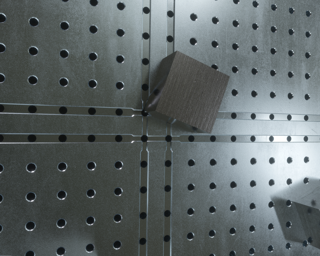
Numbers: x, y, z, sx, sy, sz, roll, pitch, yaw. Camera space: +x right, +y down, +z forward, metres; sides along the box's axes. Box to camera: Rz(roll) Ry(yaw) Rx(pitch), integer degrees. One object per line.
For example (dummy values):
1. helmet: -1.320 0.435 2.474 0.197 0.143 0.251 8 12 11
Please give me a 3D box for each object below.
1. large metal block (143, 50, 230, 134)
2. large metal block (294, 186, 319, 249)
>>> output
1. large metal block: 0.035 -0.044 0.412 0.080 0.050 0.080 22 83 -19
2. large metal block: 0.277 0.142 0.501 0.081 0.050 0.080 -24 98 -18
